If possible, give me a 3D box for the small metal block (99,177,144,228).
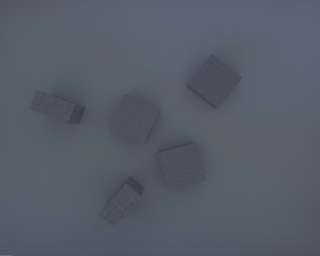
[{"bbox_3d":[-0.048,0.093,0.398,0.025,0.050,0.050,41,90,0],"label":"small metal block"}]

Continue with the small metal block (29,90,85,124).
[{"bbox_3d":[-0.130,-0.026,0.398,0.050,0.050,0.025,20,90,0],"label":"small metal block"}]

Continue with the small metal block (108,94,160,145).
[{"bbox_3d":[-0.033,-0.011,0.411,0.050,0.025,0.050,25,90,0],"label":"small metal block"}]

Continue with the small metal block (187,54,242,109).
[{"bbox_3d":[0.071,-0.061,0.412,0.050,0.025,0.050,38,90,0],"label":"small metal block"}]

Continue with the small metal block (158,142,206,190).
[{"bbox_3d":[0.028,0.050,0.411,0.050,0.025,0.050,-16,90,0],"label":"small metal block"}]
